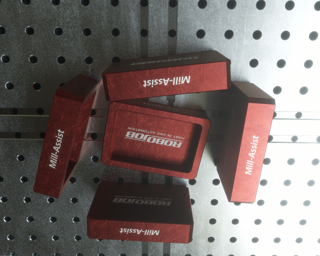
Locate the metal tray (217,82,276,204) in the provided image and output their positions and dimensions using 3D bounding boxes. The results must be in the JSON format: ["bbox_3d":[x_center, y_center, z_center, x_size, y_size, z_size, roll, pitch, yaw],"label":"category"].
[{"bbox_3d":[0.101,0.015,0.385,0.030,0.090,0.129,4,110,-2],"label":"metal tray"}]

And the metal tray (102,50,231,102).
[{"bbox_3d":[0.007,-0.062,0.355,0.131,0.090,0.030,-6,110,2],"label":"metal tray"}]

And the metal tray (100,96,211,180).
[{"bbox_3d":[-0.007,0.014,0.415,0.131,0.030,0.089,10,110,-4],"label":"metal tray"}]

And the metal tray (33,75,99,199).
[{"bbox_3d":[-0.113,0.008,0.381,0.030,0.090,0.129,17,109,-6],"label":"metal tray"}]

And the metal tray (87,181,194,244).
[{"bbox_3d":[-0.024,0.111,0.419,0.131,0.090,0.030,4,110,-1],"label":"metal tray"}]
